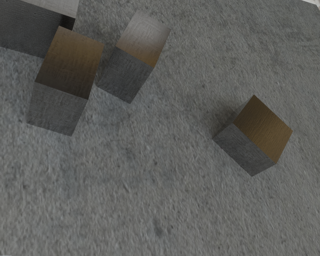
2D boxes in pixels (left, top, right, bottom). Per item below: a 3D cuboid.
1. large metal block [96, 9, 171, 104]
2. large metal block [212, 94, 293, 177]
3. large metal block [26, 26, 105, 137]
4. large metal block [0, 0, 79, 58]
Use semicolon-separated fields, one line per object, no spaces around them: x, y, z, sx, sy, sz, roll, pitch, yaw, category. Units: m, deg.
-0.035;-0.092;0.407;0.050;0.080;0.080;28;52;-11;large metal block
0.138;0.010;0.458;0.080;0.050;0.080;44;51;2;large metal block
-0.105;-0.049;0.343;0.050;0.080;0.080;19;54;-18;large metal block
-0.147;-0.132;0.371;0.081;0.080;0.050;13;57;-22;large metal block
